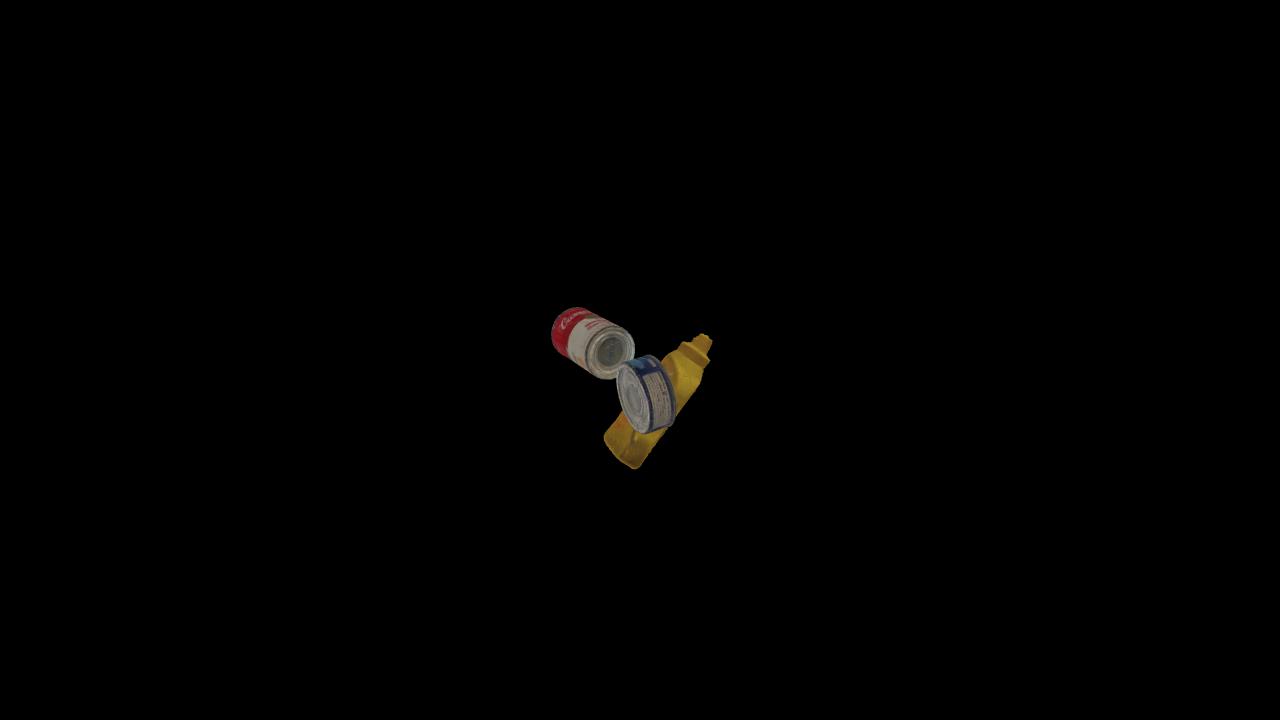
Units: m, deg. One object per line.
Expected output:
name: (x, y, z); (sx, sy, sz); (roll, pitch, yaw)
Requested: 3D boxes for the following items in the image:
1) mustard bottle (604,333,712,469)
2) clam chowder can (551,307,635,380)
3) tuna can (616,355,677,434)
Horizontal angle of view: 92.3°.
mustard bottle: (0.029, 0.044, 0.768); (0.054, 0.184, 0.092); (36, 4, -12)
clam chowder can: (-0.059, -0.021, 0.757); (0.068, 0.068, 0.102); (0, 17, -32)
tuna can: (0.005, 0.038, 0.677); (0.034, 0.084, 0.084); (-16, 6, -23)
